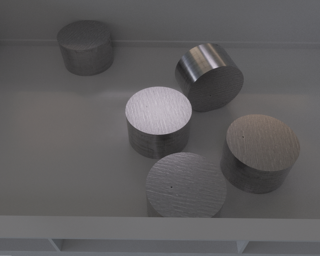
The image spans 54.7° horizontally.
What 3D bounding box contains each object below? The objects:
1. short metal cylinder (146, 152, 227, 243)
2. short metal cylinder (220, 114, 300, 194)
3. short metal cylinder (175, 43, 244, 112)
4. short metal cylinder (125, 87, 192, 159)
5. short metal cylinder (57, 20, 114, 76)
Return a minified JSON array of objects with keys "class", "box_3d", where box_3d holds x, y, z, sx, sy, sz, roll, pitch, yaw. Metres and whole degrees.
[{"class":"short metal cylinder","box_3d":[0.026,0.073,0.328,0.080,0.050,0.080,0,50,0]},{"class":"short metal cylinder","box_3d":[0.115,0.030,0.364,0.080,0.050,0.080,0,50,0]},{"class":"short metal cylinder","box_3d":[0.067,-0.068,0.427,0.081,0.080,0.050,-14,52,-11]},{"class":"short metal cylinder","box_3d":[-0.002,-0.007,0.395,0.080,0.050,0.080,0,50,0]},{"class":"short metal cylinder","box_3d":[-0.118,-0.128,0.496,0.080,0.050,0.080,0,50,0]}]
